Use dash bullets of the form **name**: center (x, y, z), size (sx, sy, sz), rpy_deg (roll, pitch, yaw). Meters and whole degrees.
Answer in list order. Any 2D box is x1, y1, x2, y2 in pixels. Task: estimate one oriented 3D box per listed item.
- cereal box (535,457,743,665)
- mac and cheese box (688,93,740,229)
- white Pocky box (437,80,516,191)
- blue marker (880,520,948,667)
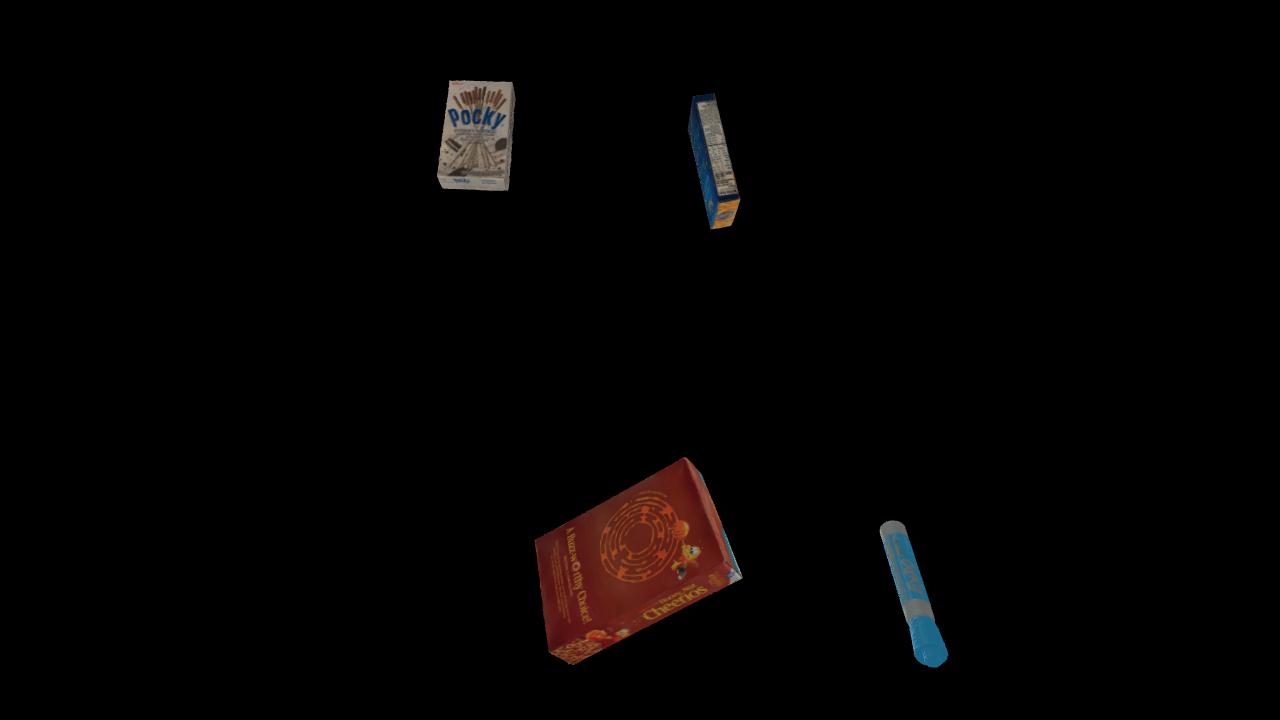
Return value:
- **cereal box**: center (-0.013, 0.313, 0.973), size (0.306, 0.203, 0.081), rpy_deg (-30, -49, 7)
- **mac and cheese box**: center (0.114, -0.309, 0.963), size (0.041, 0.184, 0.093), rpy_deg (-10, -12, -4)
- **white Pocky box**: center (-0.204, -0.284, 0.775), size (0.084, 0.154, 0.028), rpy_deg (0, -21, -3)
- **blue marker**: center (0.181, 0.153, 0.412), size (0.020, 0.020, 0.121), rpy_deg (0, 23, 11)
